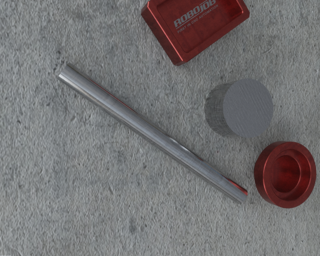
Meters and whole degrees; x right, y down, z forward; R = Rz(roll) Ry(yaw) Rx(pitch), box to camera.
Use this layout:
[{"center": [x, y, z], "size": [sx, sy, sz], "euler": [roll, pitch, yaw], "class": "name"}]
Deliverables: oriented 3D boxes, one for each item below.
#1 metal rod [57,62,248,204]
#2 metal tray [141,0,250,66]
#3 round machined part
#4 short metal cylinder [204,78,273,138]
[{"center": [0.002, 0.016, 0.410], "size": [0.301, 0.025, 0.025], "euler": [36, 78, -17], "class": "metal rod"}, {"center": [0.051, -0.158, 0.426], "size": [0.131, 0.030, 0.090], "euler": [-38, 103, -16], "class": "metal tray"}, {"center": [0.183, 0.068, 0.470], "size": [0.099, 0.042, 0.097], "euler": [0, 90, -21], "class": "round machined part"}, {"center": [0.111, -0.027, 0.438], "size": [0.081, 0.050, 0.079], "euler": [0, 90, -21], "class": "short metal cylinder"}]
